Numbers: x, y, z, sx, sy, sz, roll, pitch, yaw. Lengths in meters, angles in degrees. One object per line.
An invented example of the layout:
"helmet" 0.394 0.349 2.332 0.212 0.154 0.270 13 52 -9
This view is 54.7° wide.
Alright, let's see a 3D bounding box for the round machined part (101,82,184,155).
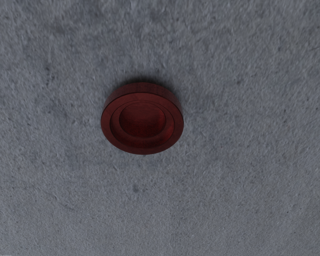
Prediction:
"round machined part" -0.021 -0.015 0.383 0.099 0.042 0.097 -1 130 0
